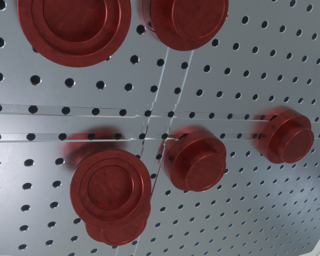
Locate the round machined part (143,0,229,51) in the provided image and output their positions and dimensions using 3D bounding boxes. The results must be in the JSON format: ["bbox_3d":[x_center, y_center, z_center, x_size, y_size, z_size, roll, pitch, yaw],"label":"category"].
[{"bbox_3d":[0.034,-0.131,0.337,0.099,0.042,0.097,-14,124,-21],"label":"round machined part"}]

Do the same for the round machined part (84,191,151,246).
[{"bbox_3d":[-0.058,0.131,0.449,0.099,0.042,0.097,-14,124,-21],"label":"round machined part"}]

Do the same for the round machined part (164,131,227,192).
[{"bbox_3d":[0.060,0.057,0.467,0.099,0.042,0.097,-14,124,-21],"label":"round machined part"}]

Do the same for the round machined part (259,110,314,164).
[{"bbox_3d":[0.224,0.022,0.535,0.099,0.042,0.097,-14,124,-21],"label":"round machined part"}]

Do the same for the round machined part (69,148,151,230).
[{"bbox_3d":[-0.064,0.074,0.393,0.099,0.042,0.097,0,91,-18],"label":"round machined part"}]

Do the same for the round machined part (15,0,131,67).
[{"bbox_3d":[-0.080,-0.110,0.288,0.099,0.042,0.097,-14,124,-21],"label":"round machined part"}]
